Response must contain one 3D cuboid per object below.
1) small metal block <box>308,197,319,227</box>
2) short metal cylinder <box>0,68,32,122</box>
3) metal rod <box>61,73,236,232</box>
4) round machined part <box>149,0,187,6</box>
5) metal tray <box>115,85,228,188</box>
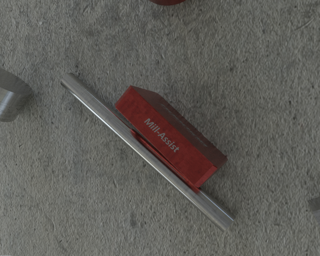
[{"bbox_3d":[0.190,0.087,0.329,0.050,0.050,0.025,-25,82,18],"label":"small metal block"},{"bbox_3d":[-0.243,-0.053,0.463,0.080,0.080,0.050,39,102,15],"label":"short metal cylinder"},{"bbox_3d":[-0.026,0.023,0.416,0.300,0.025,0.025,41,103,15],"label":"metal rod"},{"bbox_3d":[0.015,-0.204,0.394,0.098,0.042,0.097,0,90,19],"label":"round machined part"},{"bbox_3d":[0.017,0.007,0.367,0.130,0.090,0.030,44,104,14],"label":"metal tray"}]
